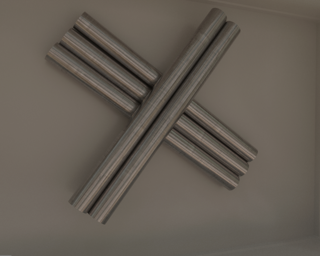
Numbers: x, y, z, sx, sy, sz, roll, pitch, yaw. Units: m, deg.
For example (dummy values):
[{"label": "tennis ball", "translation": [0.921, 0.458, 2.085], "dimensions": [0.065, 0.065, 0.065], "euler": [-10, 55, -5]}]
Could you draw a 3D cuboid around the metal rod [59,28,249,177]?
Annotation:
[{"label": "metal rod", "translation": [0.004, -0.024, 0.410], "dimensions": [0.301, 0.025, 0.025], "euler": [36, 79, -17]}]

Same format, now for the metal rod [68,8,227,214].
[{"label": "metal rod", "translation": [-0.007, -0.030, 0.379], "dimensions": [0.025, 0.025, 0.300], "euler": [39, 78, -16]}]

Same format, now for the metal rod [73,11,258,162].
[{"label": "metal rod", "translation": [0.019, -0.045, 0.416], "dimensions": [0.301, 0.025, 0.025], "euler": [36, 78, -17]}]

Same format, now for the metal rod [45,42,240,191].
[{"label": "metal rod", "translation": [-0.011, -0.005, 0.405], "dimensions": [0.301, 0.025, 0.025], "euler": [36, 79, -17]}]

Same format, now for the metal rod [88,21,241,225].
[{"label": "metal rod", "translation": [0.012, -0.016, 0.387], "dimensions": [0.025, 0.025, 0.300], "euler": [39, 78, -16]}]
